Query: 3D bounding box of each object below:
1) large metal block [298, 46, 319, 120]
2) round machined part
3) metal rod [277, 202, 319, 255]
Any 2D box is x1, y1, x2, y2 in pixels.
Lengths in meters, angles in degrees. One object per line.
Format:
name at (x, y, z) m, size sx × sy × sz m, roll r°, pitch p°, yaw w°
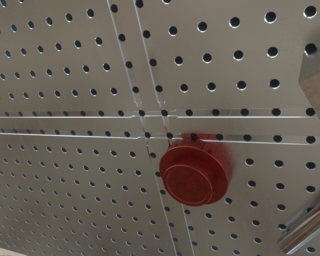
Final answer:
large metal block at (0.169, -0.049, 0.257) m, size 0.080 × 0.080 × 0.050 m, roll -27°, pitch 104°, yaw 37°
round machined part at (0.043, 0.066, 0.417) m, size 0.098 × 0.042 × 0.097 m, roll 13°, pitch 124°, yaw 20°
metal rod at (0.220, 0.053, 0.328) m, size 0.025 × 0.025 × 0.298 m, roll 31°, pitch 128°, yaw 7°
